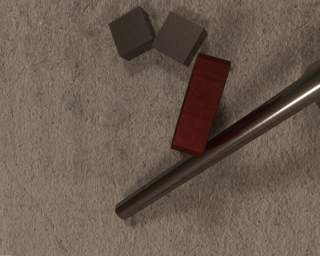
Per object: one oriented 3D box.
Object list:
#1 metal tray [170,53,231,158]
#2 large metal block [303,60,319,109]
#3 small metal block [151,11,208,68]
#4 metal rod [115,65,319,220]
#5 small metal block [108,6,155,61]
[{"bbox_3d":[0.040,-0.025,0.337,0.030,0.130,0.089,16,96,2],"label":"metal tray"},{"bbox_3d":[0.197,-0.055,0.311,0.080,0.080,0.050,-29,81,17],"label":"large metal block"},{"bbox_3d":[0.025,-0.114,0.399,0.050,0.025,0.050,33,100,16],"label":"small metal block"},{"bbox_3d":[0.047,0.035,0.348,0.299,0.025,0.025,-39,78,32],"label":"metal rod"},{"bbox_3d":[-0.035,-0.127,0.418,0.050,0.025,0.050,-23,78,18],"label":"small metal block"}]
